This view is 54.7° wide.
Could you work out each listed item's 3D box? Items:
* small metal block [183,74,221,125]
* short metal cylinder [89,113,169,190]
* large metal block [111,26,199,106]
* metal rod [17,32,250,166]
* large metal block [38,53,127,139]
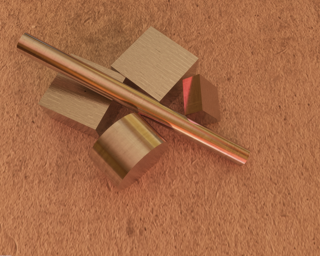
[{"bbox_3d":[0.055,-0.036,0.407,0.025,0.050,0.050,-15,66,33],"label":"small metal block"},{"bbox_3d":[-0.036,0.028,0.369,0.080,0.080,0.050,-42,76,-14],"label":"short metal cylinder"},{"bbox_3d":[-0.006,-0.077,0.421,0.080,0.050,0.080,38,74,12],"label":"large metal block"},{"bbox_3d":[-0.025,-0.030,0.377,0.301,0.025,0.025,27,72,-8],"label":"metal rod"},{"bbox_3d":[-0.096,-0.039,0.410,0.080,0.050,0.080,24,72,8],"label":"large metal block"}]
